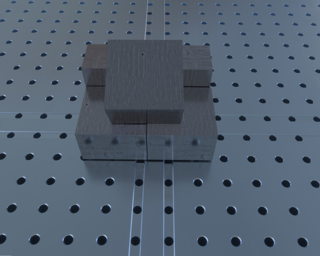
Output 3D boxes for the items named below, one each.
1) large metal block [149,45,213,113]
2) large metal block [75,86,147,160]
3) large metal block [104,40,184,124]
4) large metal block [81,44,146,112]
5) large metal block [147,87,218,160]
[{"bbox_3d":[0.025,-0.066,0.426,0.081,0.080,0.050,1,50,0],"label":"large metal block"},{"bbox_3d":[-0.056,-0.007,0.394,0.081,0.050,0.080,1,50,0],"label":"large metal block"},{"bbox_3d":[-0.016,-0.050,0.347,0.081,0.050,0.080,0,74,-1],"label":"large metal block"},{"bbox_3d":[-0.056,-0.067,0.426,0.081,0.080,0.050,1,50,0],"label":"large metal block"},{"bbox_3d":[0.026,-0.006,0.394,0.081,0.050,0.080,1,50,0],"label":"large metal block"}]
